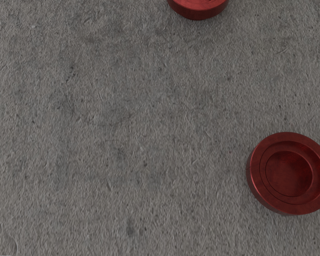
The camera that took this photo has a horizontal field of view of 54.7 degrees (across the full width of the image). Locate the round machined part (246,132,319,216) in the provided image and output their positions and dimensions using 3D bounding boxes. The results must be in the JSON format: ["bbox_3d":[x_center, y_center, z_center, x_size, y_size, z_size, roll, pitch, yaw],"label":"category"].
[{"bbox_3d":[0.154,0.057,0.379,0.099,0.042,0.098,0,70,0],"label":"round machined part"}]

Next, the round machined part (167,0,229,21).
[{"bbox_3d":[0.057,-0.205,0.474,0.099,0.042,0.098,0,70,0],"label":"round machined part"}]
